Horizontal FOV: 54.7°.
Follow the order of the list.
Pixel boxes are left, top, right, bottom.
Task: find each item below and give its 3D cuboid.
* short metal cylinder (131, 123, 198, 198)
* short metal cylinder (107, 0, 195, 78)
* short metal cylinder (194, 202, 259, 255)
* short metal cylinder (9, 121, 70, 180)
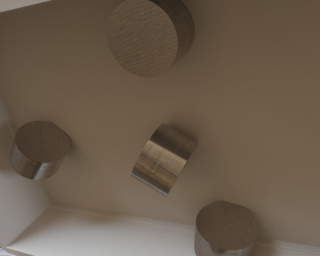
[{"bbox_3d":[0.007,0.040,0.393,0.050,0.080,0.079,30,128,8],"label":"short metal cylinder"},{"bbox_3d":[-0.009,-0.101,0.334,0.080,0.050,0.079,13,124,20],"label":"short metal cylinder"},{"bbox_3d":[0.088,0.146,0.417,0.080,0.080,0.050,13,124,21],"label":"short metal cylinder"},{"bbox_3d":[-0.192,0.035,0.493,0.080,0.080,0.050,39,129,1],"label":"short metal cylinder"}]
